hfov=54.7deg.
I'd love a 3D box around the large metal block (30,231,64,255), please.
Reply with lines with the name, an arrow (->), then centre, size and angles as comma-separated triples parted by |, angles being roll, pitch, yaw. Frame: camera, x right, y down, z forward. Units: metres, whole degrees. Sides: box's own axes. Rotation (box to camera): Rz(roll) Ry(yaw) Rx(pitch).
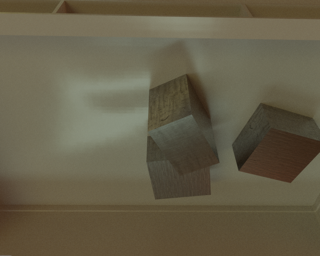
large metal block -> -0.225, 0.258, 0.592 | 0.050, 0.080, 0.079 | 16, 128, -13

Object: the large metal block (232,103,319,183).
large metal block -> 0.155, 0.022, 0.414 | 0.081, 0.050, 0.079 | 14, 129, -12

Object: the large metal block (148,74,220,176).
large metal block -> 0.028, -0.004, 0.370 | 0.050, 0.080, 0.080 | -22, 127, 17

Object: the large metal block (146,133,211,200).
large metal block -> 0.028, 0.054, 0.439 | 0.080, 0.050, 0.080 | -6, 130, 4
